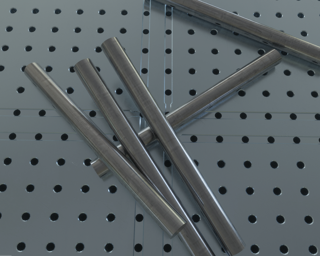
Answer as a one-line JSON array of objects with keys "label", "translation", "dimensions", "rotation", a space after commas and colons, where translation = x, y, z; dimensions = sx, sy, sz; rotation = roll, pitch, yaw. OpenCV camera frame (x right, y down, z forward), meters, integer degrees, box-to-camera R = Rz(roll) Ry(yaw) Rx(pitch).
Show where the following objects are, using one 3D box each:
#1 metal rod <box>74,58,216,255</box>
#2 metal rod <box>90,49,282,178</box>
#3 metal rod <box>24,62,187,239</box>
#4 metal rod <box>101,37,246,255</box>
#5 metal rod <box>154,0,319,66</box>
[{"label": "metal rod", "translation": [-0.018, 0.044, 0.373], "dimensions": [0.025, 0.025, 0.299], "rotation": [-31, 82, -11]}, {"label": "metal rod", "translation": [0.043, -0.025, 0.421], "dimensions": [0.301, 0.025, 0.025], "rotation": [-32, 74, -12]}, {"label": "metal rod", "translation": [-0.081, 0.013, 0.383], "dimensions": [0.025, 0.025, 0.300], "rotation": [-41, 67, -14]}, {"label": "metal rod", "translation": [0.012, 0.016, 0.382], "dimensions": [0.025, 0.025, 0.299], "rotation": [-30, 82, -11]}, {"label": "metal rod", "translation": [0.114, -0.160, 0.471], "dimensions": [0.301, 0.025, 0.025], "rotation": [25, 72, 8]}]
